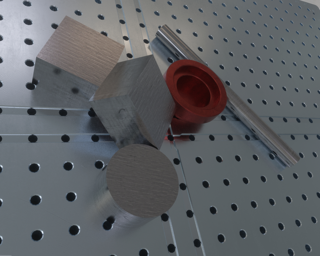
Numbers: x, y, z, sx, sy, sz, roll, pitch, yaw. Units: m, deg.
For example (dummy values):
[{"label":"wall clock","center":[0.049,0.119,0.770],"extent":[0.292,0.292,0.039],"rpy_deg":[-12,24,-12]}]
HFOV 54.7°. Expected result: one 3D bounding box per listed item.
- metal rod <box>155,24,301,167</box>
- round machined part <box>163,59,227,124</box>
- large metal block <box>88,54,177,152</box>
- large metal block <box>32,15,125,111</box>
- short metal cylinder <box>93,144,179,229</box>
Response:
[{"label":"metal rod","center":[0.107,-0.053,0.497],"extent":[0.300,0.025,0.025],"rpy_deg":[45,51,3]},{"label":"round machined part","center":[0.044,-0.048,0.451],"extent":[0.099,0.042,0.098],"rpy_deg":[13,56,-21]},{"label":"large metal block","center":[-0.027,-0.027,0.364],"extent":[0.080,0.050,0.080],"rpy_deg":[63,33,-34]},{"label":"large metal block","center":[-0.100,-0.080,0.387],"extent":[0.080,0.050,0.080],"rpy_deg":[25,53,-13]},{"label":"short metal cylinder","center":[-0.027,0.064,0.339],"extent":[0.081,0.050,0.080],"rpy_deg":[14,56,-21]}]
